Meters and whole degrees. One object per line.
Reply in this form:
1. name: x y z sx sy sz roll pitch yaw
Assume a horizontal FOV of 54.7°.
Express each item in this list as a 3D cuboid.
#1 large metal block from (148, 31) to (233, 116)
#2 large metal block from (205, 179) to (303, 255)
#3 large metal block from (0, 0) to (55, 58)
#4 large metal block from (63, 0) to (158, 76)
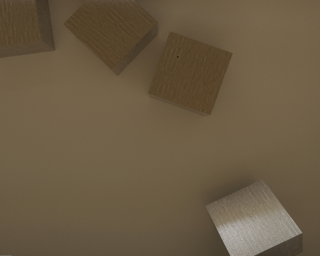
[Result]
1. large metal block: 0.037 -0.066 0.399 0.080 0.050 0.080 19 90 0
2. large metal block: 0.113 0.122 0.378 0.080 0.080 0.050 -25 132 -1
3. large metal block: -0.188 -0.139 0.397 0.080 0.050 0.080 -8 90 0
4. large metal block: -0.060 -0.127 0.398 0.080 0.050 0.080 43 90 0
